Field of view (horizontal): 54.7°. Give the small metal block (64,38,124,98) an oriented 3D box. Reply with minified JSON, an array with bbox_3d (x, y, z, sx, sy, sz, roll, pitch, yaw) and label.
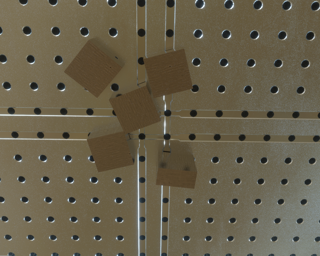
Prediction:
[{"bbox_3d":[-0.081,-0.074,0.385,0.050,0.025,0.050,39,105,-14],"label":"small metal block"}]

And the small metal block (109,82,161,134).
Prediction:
[{"bbox_3d":[-0.031,-0.026,0.403,0.050,0.025,0.050,-21,109,7],"label":"small metal block"}]

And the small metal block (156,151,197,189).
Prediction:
[{"bbox_3d":[0.021,0.056,0.421,0.050,0.050,0.025,6,110,-3],"label":"small metal block"}]

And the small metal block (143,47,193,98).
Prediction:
[{"bbox_3d":[0.010,-0.070,0.388,0.050,0.025,0.050,-14,110,4],"label":"small metal block"}]

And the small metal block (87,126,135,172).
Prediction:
[{"bbox_3d":[-0.065,0.028,0.423,0.050,0.025,0.050,-13,110,4],"label":"small metal block"}]
